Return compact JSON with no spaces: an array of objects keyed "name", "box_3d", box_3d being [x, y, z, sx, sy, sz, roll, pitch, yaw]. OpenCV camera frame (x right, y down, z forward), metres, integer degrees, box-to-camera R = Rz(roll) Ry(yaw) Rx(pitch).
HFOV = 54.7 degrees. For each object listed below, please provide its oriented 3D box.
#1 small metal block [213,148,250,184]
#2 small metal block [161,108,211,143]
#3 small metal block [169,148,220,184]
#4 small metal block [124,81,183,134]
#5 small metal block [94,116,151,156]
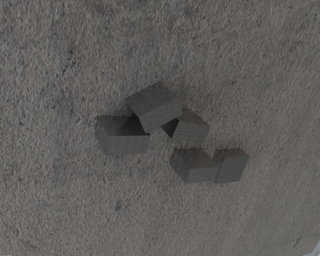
[{"name":"small metal block","box_3d":[0.111,0.062,0.505,0.050,0.025,0.050,-1,119,-28]},{"name":"small metal block","box_3d":[0.029,-0.006,0.403,0.050,0.050,0.025,9,114,-33]},{"name":"small metal block","box_3d":[0.049,0.054,0.451,0.050,0.050,0.025,0,119,-29]},{"name":"small metal block","box_3d":[-0.009,-0.026,0.370,0.050,0.050,0.025,-28,128,-11]},{"name":"small metal block","box_3d":[-0.046,0.008,0.370,0.050,0.050,0.025,-1,119,-28]}]
